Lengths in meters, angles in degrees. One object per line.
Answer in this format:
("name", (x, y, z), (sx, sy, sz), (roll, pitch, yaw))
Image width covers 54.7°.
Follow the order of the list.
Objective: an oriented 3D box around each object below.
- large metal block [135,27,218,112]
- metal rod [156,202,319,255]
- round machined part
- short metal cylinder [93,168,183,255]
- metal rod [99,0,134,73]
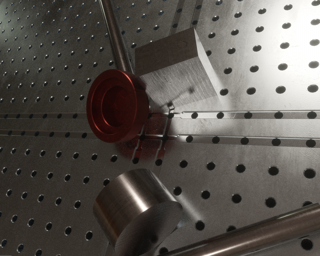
("large metal block", (0.022, -0.073, 0.405), (0.080, 0.080, 0.050), (-16, 56, 19))
("metal rod", (0.014, 0.138, 0.315), (0.301, 0.025, 0.025), (-24, 53, 13))
("round machined part", (-0.053, -0.029, 0.424), (0.098, 0.042, 0.097), (0, 90, 39))
("short metal cylinder", (-0.023, 0.090, 0.329), (0.080, 0.080, 0.050), (-43, 51, -2))
("metal rod", (-0.079, -0.161, 0.546), (0.025, 0.025, 0.299), (-27, 53, 11))
